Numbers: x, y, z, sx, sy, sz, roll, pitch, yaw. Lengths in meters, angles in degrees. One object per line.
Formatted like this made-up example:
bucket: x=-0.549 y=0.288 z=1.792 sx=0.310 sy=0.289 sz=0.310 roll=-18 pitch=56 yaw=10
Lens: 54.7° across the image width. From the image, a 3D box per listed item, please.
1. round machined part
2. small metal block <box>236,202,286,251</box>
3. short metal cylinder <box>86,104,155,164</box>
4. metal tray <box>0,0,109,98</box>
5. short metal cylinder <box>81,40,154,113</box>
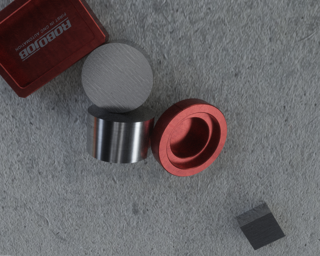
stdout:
round machined part: x=0.032 y=0.008 z=0.390 sx=0.099 sy=0.042 sz=0.097 roll=-13 pitch=118 yaw=-24
small metal block: x=0.151 y=0.148 z=0.466 sx=0.050 sy=0.025 sz=0.050 roll=-30 pitch=108 yaw=10
short metal cylinder: x=-0.049 y=0.003 z=0.381 sx=0.081 sy=0.080 sz=0.050 roll=6 pitch=110 yaw=-2
metal tray: x=-0.139 y=-0.107 z=0.366 sx=0.130 sy=0.030 sz=0.090 roll=-32 pitch=107 yaw=10
short metal cylinder: x=-0.048 y=-0.064 z=0.373 sx=0.081 sy=0.050 sz=0.079 roll=0 pitch=110 yaw=0
